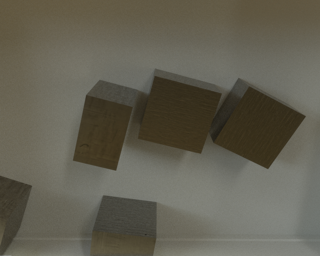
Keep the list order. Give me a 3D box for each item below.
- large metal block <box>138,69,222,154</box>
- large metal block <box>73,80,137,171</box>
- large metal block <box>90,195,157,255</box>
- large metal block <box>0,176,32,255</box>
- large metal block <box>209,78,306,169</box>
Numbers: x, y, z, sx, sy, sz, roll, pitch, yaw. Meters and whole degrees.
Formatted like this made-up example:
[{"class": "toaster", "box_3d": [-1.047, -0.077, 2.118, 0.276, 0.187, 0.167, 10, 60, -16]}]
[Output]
[{"class": "large metal block", "box_3d": [0.022, -0.022, 0.390, 0.081, 0.050, 0.079, 14, 109, -6]}, {"class": "large metal block", "box_3d": [-0.064, -0.007, 0.379, 0.050, 0.080, 0.079, 14, 109, -6]}, {"class": "large metal block", "box_3d": [-0.048, 0.143, 0.434, 0.081, 0.080, 0.050, 8, 110, -4]}, {"class": "large metal block", "box_3d": [-0.225, 0.125, 0.425, 0.050, 0.080, 0.079, 20, 109, -8]}, {"class": "large metal block", "box_3d": [0.120, -0.006, 0.397, 0.080, 0.050, 0.080, 26, 108, -10]}]
